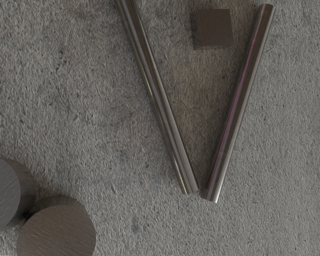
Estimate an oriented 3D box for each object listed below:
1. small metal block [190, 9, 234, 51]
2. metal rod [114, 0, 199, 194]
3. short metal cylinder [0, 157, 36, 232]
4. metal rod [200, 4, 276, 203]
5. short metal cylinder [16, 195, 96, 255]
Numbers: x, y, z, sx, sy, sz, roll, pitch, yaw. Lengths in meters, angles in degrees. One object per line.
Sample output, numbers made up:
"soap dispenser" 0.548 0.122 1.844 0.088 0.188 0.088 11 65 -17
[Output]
"small metal block" 0.073 -0.138 0.436 0.050 0.025 0.050 -8 93 -20
"metal rod" -0.007 -0.055 0.406 0.025 0.025 0.298 -22 97 -19
"short metal cylinder" -0.176 0.069 0.319 0.081 0.050 0.080 1 79 -5
"metal rod" 0.115 -0.040 0.451 0.025 0.025 0.299 21 83 -19
"short metal cylinder" -0.117 0.122 0.353 0.081 0.050 0.079 0 90 -20
